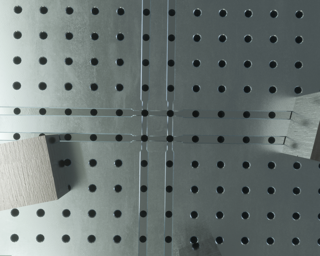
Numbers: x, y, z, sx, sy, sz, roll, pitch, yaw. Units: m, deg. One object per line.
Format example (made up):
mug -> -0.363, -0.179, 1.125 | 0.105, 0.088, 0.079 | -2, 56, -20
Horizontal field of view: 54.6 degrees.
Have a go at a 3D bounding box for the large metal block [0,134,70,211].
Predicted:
large metal block -> -0.171, 0.055, 0.400 | 0.080, 0.050, 0.080 | -11, 90, 0

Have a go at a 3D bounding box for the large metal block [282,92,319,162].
large metal block -> 0.202, 0.002, 0.387 | 0.050, 0.080, 0.080 | 14, 90, 0

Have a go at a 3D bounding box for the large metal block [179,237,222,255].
large metal block -> 0.062, 0.196, 0.386 | 0.050, 0.080, 0.080 | -19, 90, 0
